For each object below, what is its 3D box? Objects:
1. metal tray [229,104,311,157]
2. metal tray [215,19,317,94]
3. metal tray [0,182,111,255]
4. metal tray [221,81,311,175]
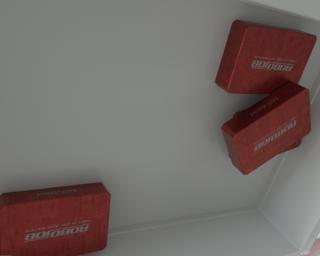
[{"bbox_3d":[0.179,0.005,0.508,0.131,0.030,0.089,-16,125,-20],"label":"metal tray"},{"bbox_3d":[0.148,-0.094,0.430,0.131,0.030,0.089,-2,119,-28],"label":"metal tray"},{"bbox_3d":[-0.133,0.123,0.398,0.131,0.030,0.089,-2,108,-28],"label":"metal tray"},{"bbox_3d":[0.160,0.001,0.457,0.131,0.030,0.090,-32,129,-8],"label":"metal tray"}]
